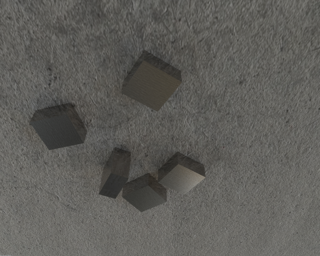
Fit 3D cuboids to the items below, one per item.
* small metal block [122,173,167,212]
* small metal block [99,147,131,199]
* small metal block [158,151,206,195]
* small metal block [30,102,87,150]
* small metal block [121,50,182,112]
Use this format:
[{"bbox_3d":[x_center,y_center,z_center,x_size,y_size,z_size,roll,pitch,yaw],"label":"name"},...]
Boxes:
[{"bbox_3d":[-0.024,0.104,0.496,0.050,0.025,0.050,-28,125,21],"label":"small metal block"},{"bbox_3d":[-0.064,0.064,0.445,0.025,0.050,0.050,20,127,-17],"label":"small metal block"},{"bbox_3d":[0.032,0.069,0.466,0.050,0.025,0.050,28,125,-22],"label":"small metal block"},{"bbox_3d":[-0.131,-0.001,0.405,0.050,0.025,0.050,-12,129,9],"label":"small metal block"},{"bbox_3d":[-0.010,-0.054,0.361,0.050,0.025,0.050,26,125,-21],"label":"small metal block"}]
